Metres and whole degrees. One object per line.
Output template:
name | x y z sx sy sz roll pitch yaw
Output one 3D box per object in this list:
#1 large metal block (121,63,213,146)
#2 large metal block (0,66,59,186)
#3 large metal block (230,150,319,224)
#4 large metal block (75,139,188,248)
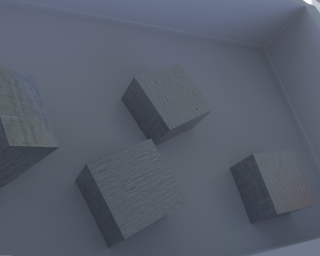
large metal block | 0.009 -0.032 0.416 0.081 0.050 0.080 -25 75 -37
large metal block | -0.150 0.001 0.280 0.050 0.080 0.080 11 50 -63
large metal block | 0.156 0.079 0.428 0.081 0.050 0.080 -2 63 -30
large metal block | -0.031 0.068 0.332 0.081 0.050 0.080 -20 73 -36
